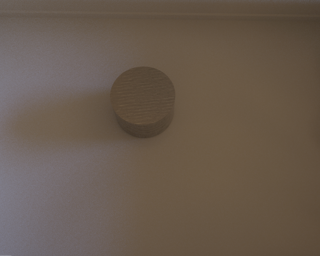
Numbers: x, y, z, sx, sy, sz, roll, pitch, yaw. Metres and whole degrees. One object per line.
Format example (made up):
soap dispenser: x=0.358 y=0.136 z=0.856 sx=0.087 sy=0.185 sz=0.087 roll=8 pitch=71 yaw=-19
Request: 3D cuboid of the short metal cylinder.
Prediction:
short metal cylinder: x=-0.021 y=-0.033 z=0.406 sx=0.080 sy=0.050 sz=0.080 roll=0 pitch=70 yaw=0
